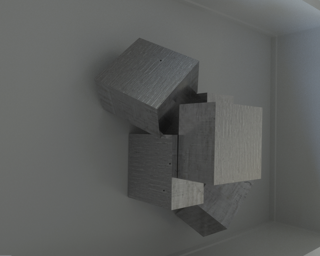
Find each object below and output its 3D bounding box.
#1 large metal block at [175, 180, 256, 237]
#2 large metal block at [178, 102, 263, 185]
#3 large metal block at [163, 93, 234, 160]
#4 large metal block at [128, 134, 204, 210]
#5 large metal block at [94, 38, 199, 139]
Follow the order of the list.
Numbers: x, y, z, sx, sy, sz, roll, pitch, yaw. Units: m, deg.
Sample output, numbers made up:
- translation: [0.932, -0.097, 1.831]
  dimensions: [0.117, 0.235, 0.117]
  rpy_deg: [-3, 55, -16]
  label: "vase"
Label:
- translation: [0.074, 0.094, 0.421]
  dimensions: [0.050, 0.080, 0.080]
  rpy_deg: [38, 61, 5]
  label: "large metal block"
- translation: [0.067, 0.016, 0.340]
  dimensions: [0.081, 0.050, 0.080]
  rpy_deg: [2, 89, -40]
  label: "large metal block"
- translation: [0.048, -0.001, 0.407]
  dimensions: [0.050, 0.080, 0.080]
  rpy_deg: [1, 89, -40]
  label: "large metal block"
- translation: [0.006, 0.047, 0.374]
  dimensions: [0.050, 0.080, 0.080]
  rpy_deg: [1, 89, -40]
  label: "large metal block"
- translation: [-0.012, -0.047, 0.349]
  dimensions: [0.080, 0.080, 0.050]
  rpy_deg: [-51, 155, -28]
  label: "large metal block"
